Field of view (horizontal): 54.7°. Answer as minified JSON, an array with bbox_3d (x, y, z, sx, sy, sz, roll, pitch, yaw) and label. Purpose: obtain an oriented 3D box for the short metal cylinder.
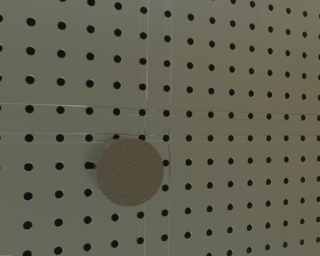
[{"bbox_3d":[-0.042,0.052,0.385,0.081,0.050,0.079,0,90,-21],"label":"short metal cylinder"}]
